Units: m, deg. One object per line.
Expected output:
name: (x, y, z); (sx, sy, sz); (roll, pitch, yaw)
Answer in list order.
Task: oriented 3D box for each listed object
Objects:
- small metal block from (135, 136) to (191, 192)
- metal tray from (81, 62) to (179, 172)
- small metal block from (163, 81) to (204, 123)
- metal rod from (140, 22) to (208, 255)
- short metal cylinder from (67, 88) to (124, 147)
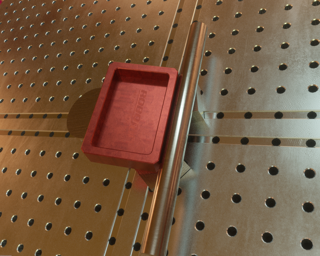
small metal block: (0.000, 0.046, 0.378); (0.050, 0.025, 0.050); (-43, 51, -2)
metal tray: (-0.032, -0.017, 0.380); (0.090, 0.030, 0.130); (8, 64, 10)
small metal block: (0.029, -0.031, 0.411); (0.050, 0.025, 0.050); (-14, 56, 20)
metal rod: (0.024, -0.007, 0.366); (0.025, 0.025, 0.300); (-1, 61, 27)
short metal cylinder: (-0.083, -0.010, 0.439); (0.080, 0.050, 0.080); (-13, 56, 20)
